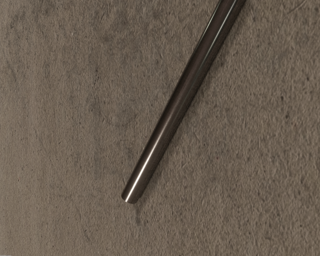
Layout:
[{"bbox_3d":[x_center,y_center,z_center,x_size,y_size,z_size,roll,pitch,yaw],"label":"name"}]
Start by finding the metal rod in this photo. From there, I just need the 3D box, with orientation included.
[{"bbox_3d":[0.020,-0.026,0.386,0.025,0.025,0.298,41,114,32],"label":"metal rod"}]
